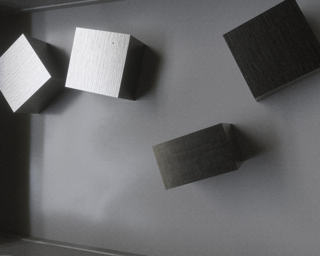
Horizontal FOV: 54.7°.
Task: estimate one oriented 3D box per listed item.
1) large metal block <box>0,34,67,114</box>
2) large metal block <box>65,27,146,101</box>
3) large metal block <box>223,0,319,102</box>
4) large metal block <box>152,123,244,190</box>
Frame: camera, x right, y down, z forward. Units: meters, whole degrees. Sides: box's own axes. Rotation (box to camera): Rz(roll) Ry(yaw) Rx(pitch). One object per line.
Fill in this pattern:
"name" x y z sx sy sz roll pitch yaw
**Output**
"large metal block" -0.193 -0.078 0.463 0.080 0.050 0.080 -38 78 15
"large metal block" -0.073 -0.086 0.422 0.080 0.050 0.079 13 94 19
"large metal block" 0.129 -0.085 0.352 0.080 0.050 0.080 -27 82 17
"large metal block" 0.048 0.031 0.364 0.080 0.080 0.050 -20 84 18
